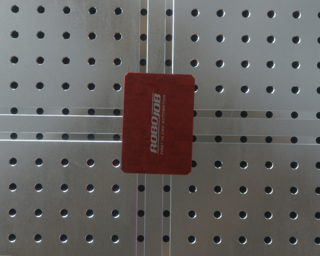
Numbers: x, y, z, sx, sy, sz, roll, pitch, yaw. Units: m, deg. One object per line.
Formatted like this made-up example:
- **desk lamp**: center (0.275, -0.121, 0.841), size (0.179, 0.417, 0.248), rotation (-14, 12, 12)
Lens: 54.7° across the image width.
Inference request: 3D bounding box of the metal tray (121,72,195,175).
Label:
- **metal tray**: center (-0.003, -0.006, 0.410), size (0.091, 0.030, 0.129), rotation (2, 90, -1)
